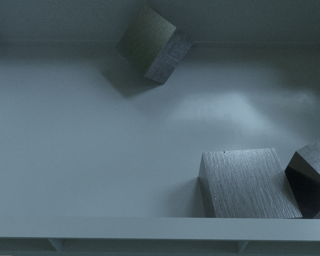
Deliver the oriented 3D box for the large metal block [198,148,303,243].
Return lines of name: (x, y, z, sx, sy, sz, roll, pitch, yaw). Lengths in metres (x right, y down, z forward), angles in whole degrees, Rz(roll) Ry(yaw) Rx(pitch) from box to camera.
large metal block: (0.089, 0.071, 0.330, 0.081, 0.050, 0.080, -4, 50, -3)

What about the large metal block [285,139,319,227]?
large metal block: (0.179, 0.050, 0.329, 0.081, 0.080, 0.050, -23, 54, -18)

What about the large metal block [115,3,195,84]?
large metal block: (-0.009, -0.126, 0.467, 0.080, 0.080, 0.050, 47, 20, 31)
